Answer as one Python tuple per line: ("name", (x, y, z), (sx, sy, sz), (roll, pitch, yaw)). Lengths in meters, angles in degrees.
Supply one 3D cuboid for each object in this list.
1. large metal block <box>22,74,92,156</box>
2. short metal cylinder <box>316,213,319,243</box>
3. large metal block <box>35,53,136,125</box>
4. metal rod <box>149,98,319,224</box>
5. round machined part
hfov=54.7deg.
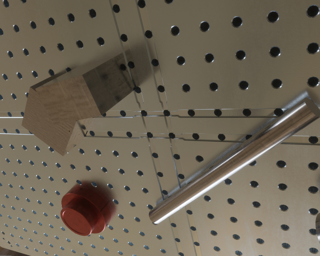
("large metal block", (-0.151, -0.019, 0.463), (0.080, 0.050, 0.079), (36, 129, 4))
("short metal cylinder", (0.218, 0.123, 0.336), (0.080, 0.080, 0.050), (47, 129, -5))
("large metal block", (-0.092, -0.050, 0.393), (0.080, 0.080, 0.050), (-8, 114, 32))
("metal rod", (0.074, 0.061, 0.409), (0.025, 0.025, 0.298), (43, 129, -2))
("round machined part", (-0.144, 0.161, 0.576), (0.098, 0.042, 0.097), (13, 124, 21))
